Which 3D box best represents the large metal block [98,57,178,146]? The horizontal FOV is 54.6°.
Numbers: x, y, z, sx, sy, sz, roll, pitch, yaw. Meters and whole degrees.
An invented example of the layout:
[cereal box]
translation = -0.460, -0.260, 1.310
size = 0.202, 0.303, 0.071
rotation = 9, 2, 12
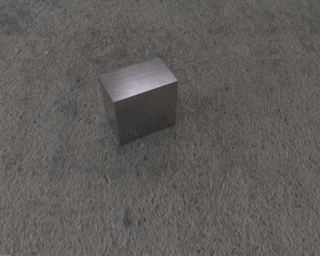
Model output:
[large metal block]
translation = -0.026, -0.033, 0.396
size = 0.081, 0.080, 0.050
rotation = -21, 53, -17
